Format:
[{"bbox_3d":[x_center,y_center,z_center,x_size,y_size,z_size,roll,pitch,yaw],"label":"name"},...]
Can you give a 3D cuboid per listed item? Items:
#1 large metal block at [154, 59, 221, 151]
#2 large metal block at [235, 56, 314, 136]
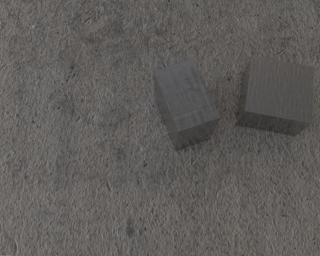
[{"bbox_3d":[0.030,-0.026,0.388,0.050,0.080,0.080,-19,71,-7],"label":"large metal block"},{"bbox_3d":[0.151,-0.041,0.411,0.080,0.050,0.080,11,70,4],"label":"large metal block"}]
